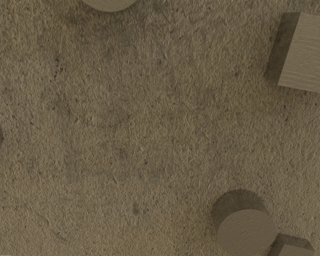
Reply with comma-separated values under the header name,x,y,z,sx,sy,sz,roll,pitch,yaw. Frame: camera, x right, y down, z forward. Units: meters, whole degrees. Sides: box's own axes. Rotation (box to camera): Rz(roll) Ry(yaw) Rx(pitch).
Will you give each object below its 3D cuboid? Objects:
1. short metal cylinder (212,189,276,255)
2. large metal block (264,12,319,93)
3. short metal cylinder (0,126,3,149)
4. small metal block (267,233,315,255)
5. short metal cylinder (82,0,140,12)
name,x,y,z,sx,sy,sz,roll,pitch,yaw
short metal cylinder,0.119,0.136,0.448,0.081,0.050,0.079,0,110,0
large metal block,0.181,-0.087,0.366,0.081,0.050,0.079,10,110,-4
short metal cylinder,-0.256,0.016,0.400,0.081,0.050,0.079,0,110,0
small metal block,0.203,0.198,0.484,0.050,0.025,0.050,15,109,-6
short metal cylinder,-0.053,-0.168,0.334,0.081,0.050,0.079,0,110,0
